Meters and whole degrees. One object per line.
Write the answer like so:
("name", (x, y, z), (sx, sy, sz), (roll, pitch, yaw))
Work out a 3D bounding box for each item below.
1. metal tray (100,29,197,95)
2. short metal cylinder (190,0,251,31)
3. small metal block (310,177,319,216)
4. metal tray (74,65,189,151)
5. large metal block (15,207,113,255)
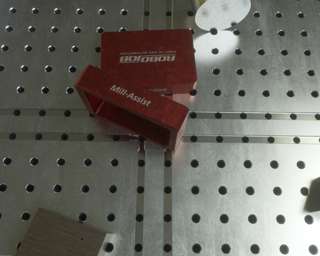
("metal tray", (-0.017, -0.094, 0.443), (0.131, 0.030, 0.090), (-3, 70, -2))
("short metal cylinder", (0.086, -0.188, 0.452), (0.081, 0.080, 0.050), (-9, 71, -4))
("small metal block", (0.222, 0.090, 0.382), (0.050, 0.025, 0.050), (23, 71, 8))
("metal tray", (-0.033, -0.021, 0.384), (0.130, 0.090, 0.030), (24, 72, 8))
("large metal block", (-0.109, 0.143, 0.345), (0.080, 0.050, 0.080), (19, 71, 6))
